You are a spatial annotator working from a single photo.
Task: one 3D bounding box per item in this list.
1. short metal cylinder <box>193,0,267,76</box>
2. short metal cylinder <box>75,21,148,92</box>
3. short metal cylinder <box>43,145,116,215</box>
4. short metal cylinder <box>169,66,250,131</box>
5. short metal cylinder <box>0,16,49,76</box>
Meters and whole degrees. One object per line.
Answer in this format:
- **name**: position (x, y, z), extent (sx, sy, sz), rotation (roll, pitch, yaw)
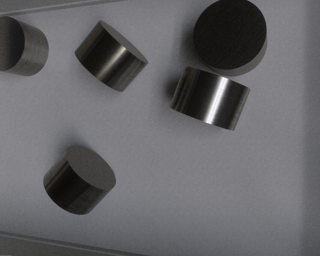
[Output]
- **short metal cylinder**: position (0.085, -0.105, 0.367), extent (0.080, 0.050, 0.080), rotation (0, 90, 20)
- **short metal cylinder**: position (-0.062, -0.093, 0.403), extent (0.050, 0.080, 0.080), rotation (-46, 76, 14)
- **short metal cylinder**: position (-0.107, 0.069, 0.419), extent (0.080, 0.080, 0.050), rotation (46, 104, 14)
- **short metal cylinder**: position (0.057, -0.034, 0.361), extent (0.080, 0.080, 0.050), rotation (22, 98, 18)
- **short metal cylinder**: position (-0.221, -0.123, 0.475), extent (0.080, 0.050, 0.080), rotation (0, 90, 20)
